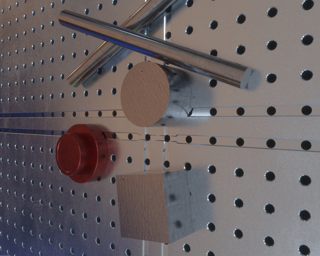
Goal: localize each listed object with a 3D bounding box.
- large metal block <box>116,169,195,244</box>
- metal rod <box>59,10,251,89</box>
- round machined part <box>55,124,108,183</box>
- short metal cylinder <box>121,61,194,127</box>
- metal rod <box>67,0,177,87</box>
[{"bbox_3d":[-0.007,0.096,0.397,0.080,0.050,0.080,-9,84,39],"label":"large metal block"},{"bbox_3d":[-0.026,-0.111,0.404,0.300,0.025,0.025,26,106,28],"label":"metal rod"},{"bbox_3d":[-0.133,0.042,0.505,0.098,0.042,0.097,0,90,39],"label":"round machined part"},{"bbox_3d":[-0.004,-0.041,0.395,0.080,0.050,0.079,0,90,39],"label":"short metal cylinder"},{"bbox_3d":[-0.041,-0.142,0.441,0.299,0.025,0.025,-30,71,35],"label":"metal rod"}]
